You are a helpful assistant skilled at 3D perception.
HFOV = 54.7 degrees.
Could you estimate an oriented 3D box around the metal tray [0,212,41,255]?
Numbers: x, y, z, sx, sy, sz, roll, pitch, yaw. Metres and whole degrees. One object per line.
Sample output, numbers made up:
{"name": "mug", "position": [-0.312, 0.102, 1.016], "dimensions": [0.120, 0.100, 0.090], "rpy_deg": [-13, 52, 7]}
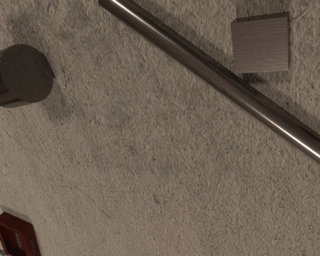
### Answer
{"name": "metal tray", "position": [-0.342, 0.270, 0.746], "dimensions": [0.090, 0.030, 0.129], "rpy_deg": [15, 125, 19]}

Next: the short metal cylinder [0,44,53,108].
{"name": "short metal cylinder", "position": [-0.198, -0.071, 0.429], "dimensions": [0.050, 0.080, 0.080], "rpy_deg": [-8, 115, 31]}

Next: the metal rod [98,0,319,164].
{"name": "metal rod", "position": [0.060, -0.058, 0.338], "dimensions": [0.301, 0.025, 0.025], "rpy_deg": [36, 129, 3]}

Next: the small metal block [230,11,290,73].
{"name": "small metal block", "position": [0.099, -0.083, 0.303], "dimensions": [0.050, 0.025, 0.050], "rpy_deg": [2, 119, 27]}
